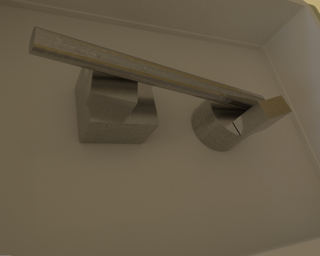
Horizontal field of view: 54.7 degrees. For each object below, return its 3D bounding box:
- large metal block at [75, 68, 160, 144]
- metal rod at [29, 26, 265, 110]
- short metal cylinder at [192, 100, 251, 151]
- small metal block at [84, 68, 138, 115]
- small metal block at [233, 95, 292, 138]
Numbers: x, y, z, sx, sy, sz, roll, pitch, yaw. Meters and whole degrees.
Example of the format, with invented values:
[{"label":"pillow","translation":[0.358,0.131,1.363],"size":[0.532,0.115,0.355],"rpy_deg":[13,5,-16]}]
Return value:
[{"label":"large metal block","translation":[-0.054,-0.028,0.375],"size":[0.081,0.050,0.080],"rpy_deg":[3,61,-27]},{"label":"metal rod","translation":[0.012,-0.056,0.356],"size":[0.302,0.025,0.025],"rpy_deg":[10,57,-32]},{"label":"short metal cylinder","translation":[0.094,-0.013,0.448],"size":[0.081,0.050,0.080],"rpy_deg":[14,56,-21]},{"label":"small metal block","translation":[-0.052,-0.047,0.341],"size":[0.050,0.025,0.050],"rpy_deg":[12,56,-22]},{"label":"small metal block","translation":[0.133,-0.015,0.405],"size":[0.050,0.050,0.025],"rpy_deg":[-16,70,-35]}]
